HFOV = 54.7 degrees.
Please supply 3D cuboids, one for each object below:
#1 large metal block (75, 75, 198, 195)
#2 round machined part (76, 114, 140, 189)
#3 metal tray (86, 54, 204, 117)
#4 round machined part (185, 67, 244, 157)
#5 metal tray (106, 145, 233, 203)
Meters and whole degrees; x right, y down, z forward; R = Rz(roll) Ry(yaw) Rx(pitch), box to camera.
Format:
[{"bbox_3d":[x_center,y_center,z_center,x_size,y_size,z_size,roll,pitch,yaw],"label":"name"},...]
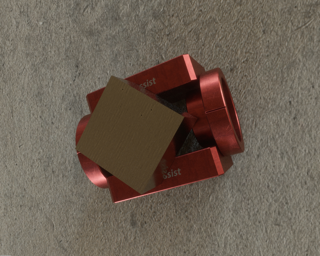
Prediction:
[{"bbox_3d":[-0.022,0.005,0.306,0.080,0.050,0.080,31,100,17],"label":"large metal block"},{"bbox_3d":[-0.059,0.024,0.391,0.042,0.098,0.097,-16,85,19],"label":"round machined part"},{"bbox_3d":[-0.011,-0.044,0.380,0.130,0.090,0.030,-19,84,18],"label":"metal tray"},{"bbox_3d":[0.060,-0.015,0.349,0.042,0.098,0.097,-16,85,19],"label":"round machined part"},{"bbox_3d":[0.015,0.051,0.368,0.130,0.090,0.030,-18,84,18],"label":"metal tray"}]
